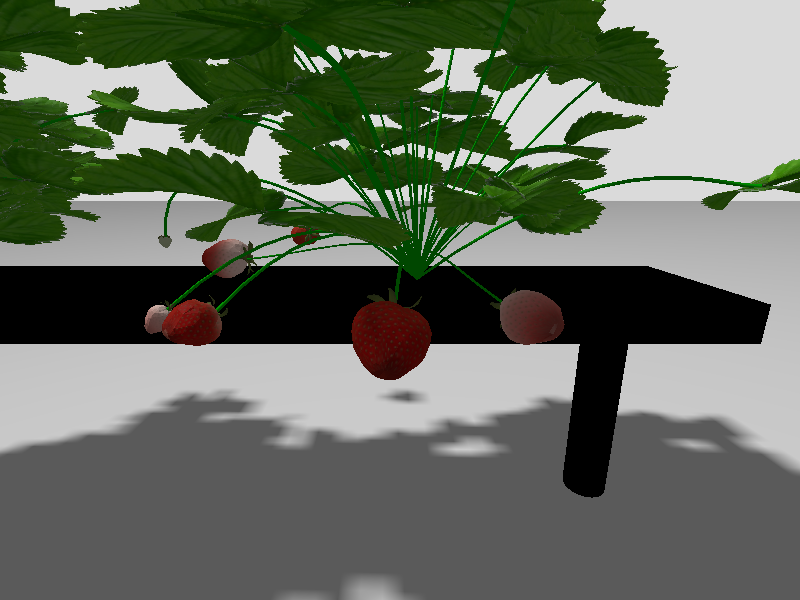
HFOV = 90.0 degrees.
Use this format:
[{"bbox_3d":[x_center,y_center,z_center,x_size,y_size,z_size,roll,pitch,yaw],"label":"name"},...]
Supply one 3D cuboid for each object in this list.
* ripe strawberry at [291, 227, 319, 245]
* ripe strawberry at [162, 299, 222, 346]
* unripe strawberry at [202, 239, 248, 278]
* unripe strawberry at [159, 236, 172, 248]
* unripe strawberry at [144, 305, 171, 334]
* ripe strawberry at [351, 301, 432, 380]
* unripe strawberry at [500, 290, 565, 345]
[{"bbox_3d":[-0.134,-0.093,0.560,0.039,0.033,0.039,-11,14,-33],"label":"ripe strawberry"},{"bbox_3d":[-0.104,0.012,0.199,0.027,0.024,0.024,11,26,35],"label":"ripe strawberry"},{"bbox_3d":[-0.155,-0.037,0.357,0.039,0.033,0.039,0,16,2],"label":"unripe strawberry"},{"bbox_3d":[-0.229,-0.057,0.391,0.011,0.011,0.010,3,16,9],"label":"unripe strawberry"},{"bbox_3d":[-0.135,0.011,0.224,0.015,0.016,0.016,16,-31,45],"label":"unripe strawberry"},{"bbox_3d":[-0.004,0.018,0.170,0.034,0.030,0.034,2,45,6],"label":"ripe strawberry"},{"bbox_3d":[0.067,0.009,0.201,0.032,0.027,0.032,-5,17,-17],"label":"unripe strawberry"}]
